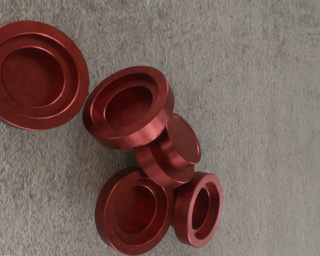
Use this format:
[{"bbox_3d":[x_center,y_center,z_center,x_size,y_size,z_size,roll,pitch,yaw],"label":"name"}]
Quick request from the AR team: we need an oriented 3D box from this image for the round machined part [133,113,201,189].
[{"bbox_3d":[0.014,0.021,0.376,0.098,0.042,0.098,39,34,-33],"label":"round machined part"}]

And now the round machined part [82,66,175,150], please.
[{"bbox_3d":[-0.030,-0.018,0.336,0.098,0.098,0.042,-60,143,-23],"label":"round machined part"}]

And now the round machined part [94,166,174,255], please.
[{"bbox_3d":[-0.033,0.094,0.366,0.099,0.042,0.097,0,90,-40],"label":"round machined part"}]

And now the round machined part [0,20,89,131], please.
[{"bbox_3d":[-0.121,-0.047,0.292,0.099,0.042,0.097,0,90,-40],"label":"round machined part"}]

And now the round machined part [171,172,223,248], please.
[{"bbox_3d":[0.045,0.107,0.422,0.099,0.042,0.097,-10,102,-53],"label":"round machined part"}]
